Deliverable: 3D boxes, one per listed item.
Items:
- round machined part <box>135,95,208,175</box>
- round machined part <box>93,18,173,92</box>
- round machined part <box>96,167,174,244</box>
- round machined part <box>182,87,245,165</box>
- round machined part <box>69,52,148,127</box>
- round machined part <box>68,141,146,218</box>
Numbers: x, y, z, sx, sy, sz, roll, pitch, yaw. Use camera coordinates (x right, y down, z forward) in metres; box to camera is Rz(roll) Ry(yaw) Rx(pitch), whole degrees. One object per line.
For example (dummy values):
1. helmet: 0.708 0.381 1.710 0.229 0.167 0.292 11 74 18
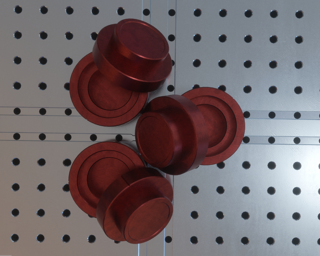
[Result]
1. round machined part: 0.007 0.010 0.375 0.042 0.098 0.098 -14 90 -42
2. round machined part: -0.028 -0.094 0.377 0.099 0.042 0.098 16 49 -20
3. round machined part: -0.023 0.100 0.376 0.099 0.042 0.097 -20 128 -27
4. round machined part: 0.057 -0.003 0.405 0.099 0.042 0.097 0 90 0
5. round machined part: -0.063 -0.050 0.403 0.099 0.042 0.097 0 90 0
6. round machined part: -0.064 0.065 0.404 0.099 0.042 0.097 0 90 0
